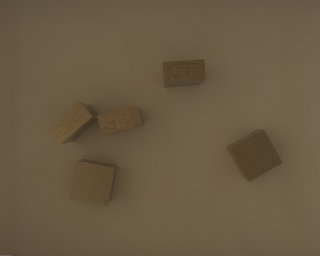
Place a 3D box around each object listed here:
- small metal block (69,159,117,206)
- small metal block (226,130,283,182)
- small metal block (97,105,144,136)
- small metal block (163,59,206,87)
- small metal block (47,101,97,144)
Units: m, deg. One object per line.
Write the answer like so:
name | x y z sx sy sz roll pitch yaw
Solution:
small metal block | -0.087 0.071 0.410 0.050 0.025 0.050 10 90 -1
small metal block | 0.125 0.036 0.413 0.050 0.025 0.050 -30 90 -1
small metal block | -0.049 -0.009 0.398 0.050 0.050 0.025 -15 90 0
small metal block | 0.029 -0.069 0.399 0.050 0.050 0.025 -4 90 -1
small metal block | -0.109 -0.007 0.398 0.050 0.050 0.025 -41 90 0
